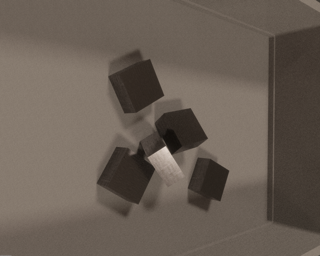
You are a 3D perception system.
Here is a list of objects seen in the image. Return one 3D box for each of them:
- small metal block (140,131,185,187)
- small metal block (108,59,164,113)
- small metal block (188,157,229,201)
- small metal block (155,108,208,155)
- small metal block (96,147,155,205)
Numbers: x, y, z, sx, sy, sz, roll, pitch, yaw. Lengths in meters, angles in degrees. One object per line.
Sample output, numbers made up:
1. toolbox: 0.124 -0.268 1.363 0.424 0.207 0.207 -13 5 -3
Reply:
1. small metal block: 0.002 0.038 0.391 0.025 0.050 0.050 -32 114 -1
2. small metal block: -0.028 -0.052 0.385 0.050 0.025 0.050 -35 112 -35
3. small metal block: 0.075 0.078 0.472 0.050 0.025 0.050 32 70 -36
4. small metal block: 0.029 0.004 0.419 0.050 0.025 0.050 -13 68 -40
5. small metal block: -0.040 0.057 0.375 0.050 0.025 0.050 40 66 -33
